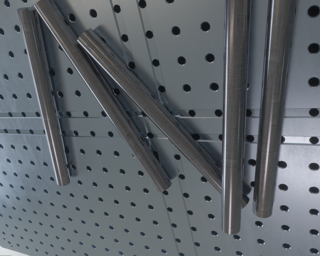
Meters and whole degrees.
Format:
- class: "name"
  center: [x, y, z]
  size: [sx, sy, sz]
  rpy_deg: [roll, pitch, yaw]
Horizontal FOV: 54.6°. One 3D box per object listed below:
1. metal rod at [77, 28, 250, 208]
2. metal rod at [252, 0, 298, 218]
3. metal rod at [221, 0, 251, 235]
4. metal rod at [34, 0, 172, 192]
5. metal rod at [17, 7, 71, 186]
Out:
- class: "metal rod"
  center: [0.008, -0.007, 0.402]
  size: [0.300, 0.025, 0.025]
  rpy_deg: [47, 129, -5]
- class: "metal rod"
  center: [0.121, -0.020, 0.334]
  size: [0.025, 0.025, 0.298]
  rpy_deg: [8, 122, 24]
- class: "metal rod"
  center: [0.082, -0.006, 0.345]
  size: [0.025, 0.025, 0.298]
  rpy_deg: [7, 116, 24]
- class: "metal rod"
  center: [-0.071, -0.036, 0.426]
  size: [0.025, 0.025, 0.299]
  rpy_deg: [-22, 107, 36]
- class: "metal rod"
  center: [-0.174, -0.030, 0.485]
  size: [0.025, 0.025, 0.298]
  rpy_deg: [14, 124, 21]
